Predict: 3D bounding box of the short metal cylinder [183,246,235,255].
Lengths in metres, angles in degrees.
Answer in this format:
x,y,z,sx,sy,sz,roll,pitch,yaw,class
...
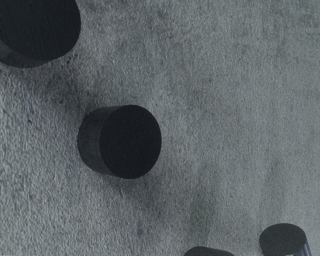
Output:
x,y,z,sx,sy,sz,roll,pitch,yaw,class
0.070,0.209,0.428,0.050,0.080,0.080,27,73,-37,short metal cylinder

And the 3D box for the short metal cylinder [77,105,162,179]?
x,y,z,sx,sy,sz,roll,pitch,yaw,class
-0.045,0.015,0.351,0.081,0.050,0.080,0,90,-40,short metal cylinder

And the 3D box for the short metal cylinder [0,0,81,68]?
x,y,z,sx,sy,sz,roll,pitch,yaw,class
-0.122,-0.099,0.286,0.081,0.050,0.080,0,90,-40,short metal cylinder

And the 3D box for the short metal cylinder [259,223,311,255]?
x,y,z,sx,sy,sz,roll,pitch,yaw,class
0.226,0.219,0.559,0.081,0.080,0.050,-35,112,-34,short metal cylinder
